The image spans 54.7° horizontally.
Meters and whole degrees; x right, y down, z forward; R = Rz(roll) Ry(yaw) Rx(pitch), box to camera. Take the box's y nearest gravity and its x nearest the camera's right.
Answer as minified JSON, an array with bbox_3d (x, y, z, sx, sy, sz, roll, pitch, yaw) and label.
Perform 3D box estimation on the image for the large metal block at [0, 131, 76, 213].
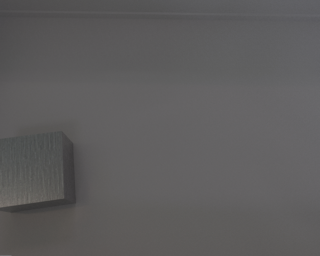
[{"bbox_3d":[-0.151,0.054,0.375,0.081,0.050,0.080,-7,70,-3],"label":"large metal block"}]
